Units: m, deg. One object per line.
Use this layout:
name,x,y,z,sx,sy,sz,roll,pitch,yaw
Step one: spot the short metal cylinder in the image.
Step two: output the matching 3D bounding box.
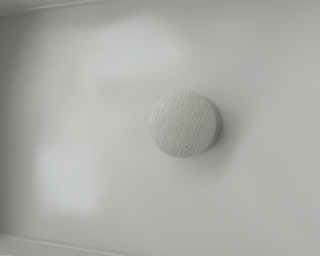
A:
short metal cylinder,0.033,-0.005,0.385,0.080,0.050,0.079,0,90,19
